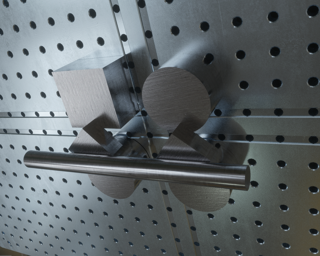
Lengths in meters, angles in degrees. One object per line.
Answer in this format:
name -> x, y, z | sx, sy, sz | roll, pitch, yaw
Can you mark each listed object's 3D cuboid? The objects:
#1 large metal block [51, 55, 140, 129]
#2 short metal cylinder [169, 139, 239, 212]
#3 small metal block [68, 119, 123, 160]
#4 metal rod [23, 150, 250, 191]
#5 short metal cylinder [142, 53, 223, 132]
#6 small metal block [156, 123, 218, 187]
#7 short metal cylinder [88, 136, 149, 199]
large metal block -> -0.083, -0.047, 0.409 | 0.080, 0.050, 0.080 | 1, 119, 27
short metal cylinder -> 0.057, 0.061, 0.403 | 0.080, 0.050, 0.079 | 13, 124, 21
small metal block -> -0.086, 0.025, 0.408 | 0.050, 0.025, 0.050 | 42, 129, -1
metal rod -> -0.049, 0.046, 0.368 | 0.300, 0.025, 0.025 | 1, 119, 27
short metal cylinder -> 0.027, -0.040, 0.356 | 0.080, 0.050, 0.079 | 13, 124, 21
small metal block -> 0.028, 0.031, 0.351 | 0.050, 0.025, 0.050 | 35, 129, 5
short metal cylinder -> -0.062, 0.058, 0.463 | 0.080, 0.050, 0.079 | 13, 124, 21
